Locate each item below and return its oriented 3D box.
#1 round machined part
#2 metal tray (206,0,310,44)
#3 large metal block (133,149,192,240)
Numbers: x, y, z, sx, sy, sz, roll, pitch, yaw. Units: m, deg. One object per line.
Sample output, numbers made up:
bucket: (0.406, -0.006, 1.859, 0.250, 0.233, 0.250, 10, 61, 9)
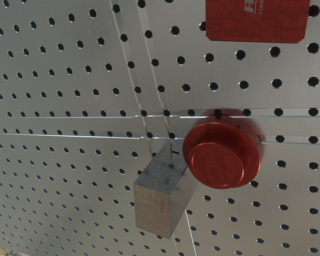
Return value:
round machined part: (0.073, 0.037, 0.384, 0.098, 0.042, 0.097, 13, 124, 20)
metal tray: (0.088, -0.144, 0.273, 0.090, 0.030, 0.129, 9, 123, 23)
large metal block: (0.006, 0.089, 0.427, 0.050, 0.080, 0.079, 13, 124, 21)
